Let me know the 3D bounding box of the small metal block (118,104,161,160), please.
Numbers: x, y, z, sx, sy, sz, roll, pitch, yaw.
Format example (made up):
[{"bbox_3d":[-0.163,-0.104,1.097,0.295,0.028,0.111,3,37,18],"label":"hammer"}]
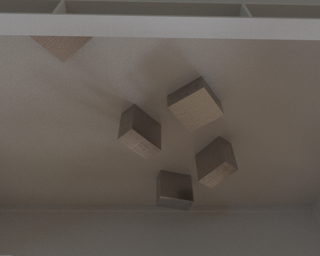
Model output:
[{"bbox_3d":[-0.025,0.005,0.397,0.025,0.050,0.050,-36,122,26],"label":"small metal block"}]

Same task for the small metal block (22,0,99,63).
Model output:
[{"bbox_3d":[-0.101,-0.103,0.317,0.050,0.025,0.050,-31,126,27],"label":"small metal block"}]

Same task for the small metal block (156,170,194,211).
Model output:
[{"bbox_3d":[0.022,0.095,0.474,0.050,0.050,0.025,11,129,-10],"label":"small metal block"}]

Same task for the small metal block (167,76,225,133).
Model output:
[{"bbox_3d":[0.044,-0.028,0.386,0.050,0.025,0.050,-28,125,21],"label":"small metal block"}]

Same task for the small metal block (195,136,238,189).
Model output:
[{"bbox_3d":[0.078,0.048,0.435,0.025,0.050,0.050,32,123,-24],"label":"small metal block"}]
